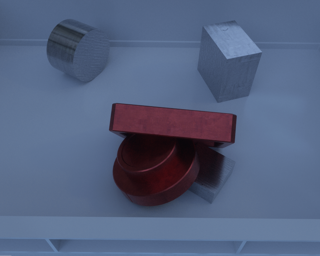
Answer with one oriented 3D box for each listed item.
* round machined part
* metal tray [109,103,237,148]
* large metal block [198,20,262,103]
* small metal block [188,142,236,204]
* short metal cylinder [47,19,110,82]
[{"bbox_3d":[-0.008,0.034,0.345,0.098,0.042,0.098,-14,41,13],"label":"round machined part"},{"bbox_3d":[0.015,0.000,0.361,0.131,0.090,0.030,6,83,4],"label":"metal tray"},{"bbox_3d":[0.097,-0.097,0.452,0.050,0.080,0.080,-13,52,-11],"label":"large metal block"},{"bbox_3d":[0.052,0.051,0.363,0.050,0.025,0.050,29,55,21],"label":"small metal block"},{"bbox_3d":[-0.121,-0.116,0.466,0.050,0.080,0.080,26,55,20],"label":"short metal cylinder"}]
